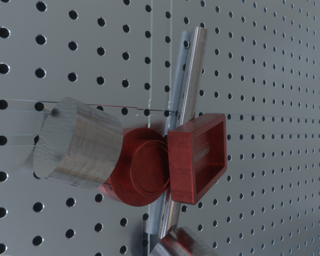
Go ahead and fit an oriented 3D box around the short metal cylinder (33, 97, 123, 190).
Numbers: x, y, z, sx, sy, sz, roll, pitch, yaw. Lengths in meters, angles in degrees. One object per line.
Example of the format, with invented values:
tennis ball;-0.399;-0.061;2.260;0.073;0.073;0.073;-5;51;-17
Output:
short metal cylinder;-0.081;0.016;0.305;0.050;0.080;0.080;25;74;-37

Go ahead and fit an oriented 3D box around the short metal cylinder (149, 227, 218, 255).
short metal cylinder;0.029;0.177;0.399;0.081;0.050;0.079;-22;128;-32

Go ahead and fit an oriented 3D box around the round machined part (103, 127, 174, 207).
round machined part;-0.020;0.048;0.381;0.099;0.042;0.097;0;90;-40

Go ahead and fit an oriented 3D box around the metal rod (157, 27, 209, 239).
metal rod;0.034;0.002;0.437;0.025;0.025;0.299;16;80;-39

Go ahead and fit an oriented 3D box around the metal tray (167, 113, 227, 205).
metal tray;0.055;0.035;0.418;0.131;0.030;0.089;-24;113;-58
